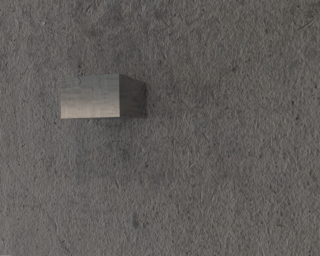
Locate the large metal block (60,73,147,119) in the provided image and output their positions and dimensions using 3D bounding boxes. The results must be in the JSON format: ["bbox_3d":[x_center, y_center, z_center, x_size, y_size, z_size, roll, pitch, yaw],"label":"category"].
[{"bbox_3d":[-0.070,-0.037,0.405,0.080,0.080,0.050,-1,90,20],"label":"large metal block"}]
